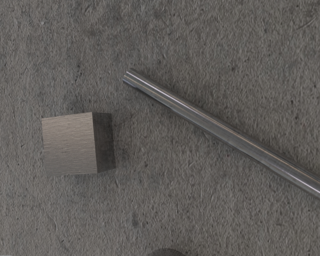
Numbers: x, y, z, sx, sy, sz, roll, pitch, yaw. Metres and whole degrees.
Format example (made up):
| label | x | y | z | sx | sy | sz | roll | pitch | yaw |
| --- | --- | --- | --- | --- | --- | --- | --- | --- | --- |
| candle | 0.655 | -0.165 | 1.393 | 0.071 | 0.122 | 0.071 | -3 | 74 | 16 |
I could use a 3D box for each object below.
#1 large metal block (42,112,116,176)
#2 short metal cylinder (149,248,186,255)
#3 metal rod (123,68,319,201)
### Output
| label | x | y | z | sx | sy | sz | roll | pitch | yaw |
| --- | --- | --- | --- | --- | --- | --- | --- | --- | --- |
| large metal block | -0.113 | 0.023 | 0.436 | 0.080 | 0.050 | 0.080 | -6 | 88 | 20 |
| short metal cylinder | 0.004 | 0.202 | 0.394 | 0.080 | 0.050 | 0.079 | 0 | 90 | 20 |
| metal rod | 0.079 | 0.005 | 0.380 | 0.300 | 0.025 | 0.025 | 32 | 100 | 17 |
